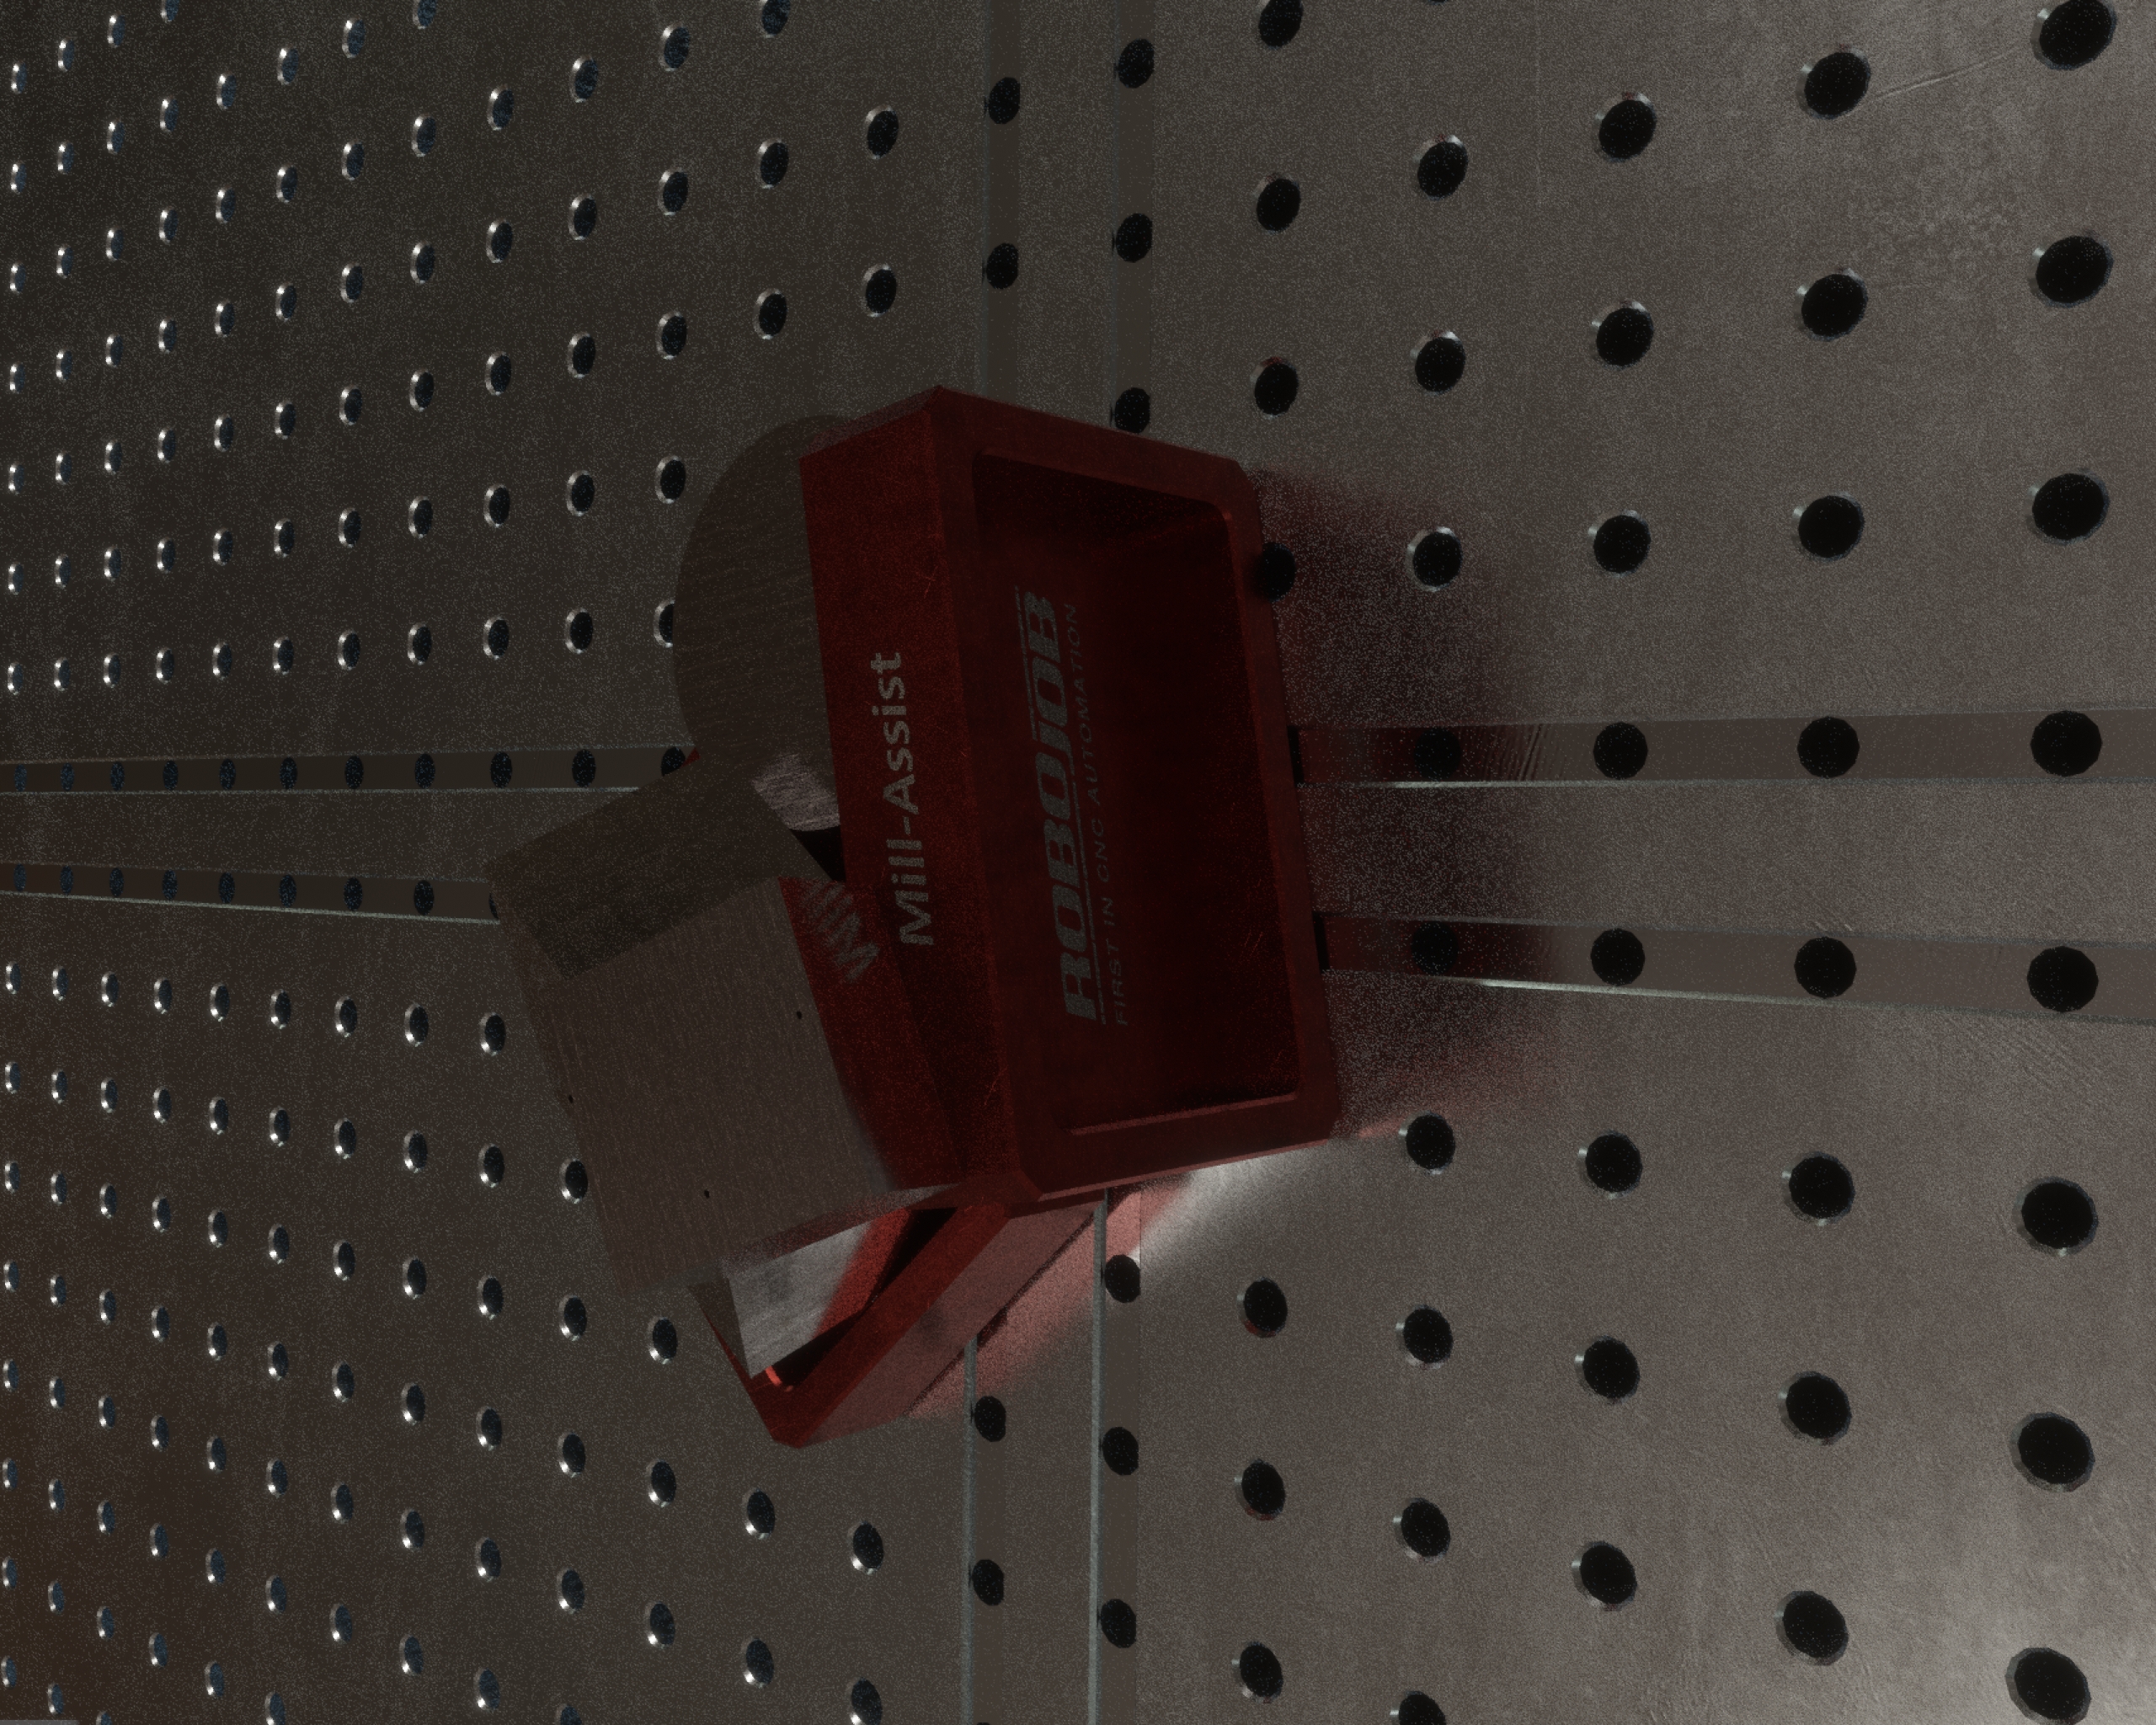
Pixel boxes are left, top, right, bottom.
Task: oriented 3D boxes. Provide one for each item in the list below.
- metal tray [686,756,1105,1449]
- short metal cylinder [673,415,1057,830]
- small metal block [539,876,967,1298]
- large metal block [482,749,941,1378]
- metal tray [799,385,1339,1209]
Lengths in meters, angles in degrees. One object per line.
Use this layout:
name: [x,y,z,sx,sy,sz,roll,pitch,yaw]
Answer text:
metal tray: [-0.061,0.047,0.452,0.090,0.030,0.130,-50,61,28]
short metal cylinder: [-0.036,-0.046,0.420,0.080,0.050,0.079,0,90,39]
small metal block: [-0.052,0.035,0.327,0.050,0.025,0.050,-25,74,25]
large metal block: [-0.066,0.039,0.405,0.080,0.050,0.080,47,153,29]
metal tray: [0.001,-0.010,0.364,0.030,0.091,0.129,-12,83,39]
